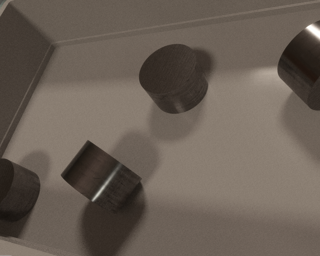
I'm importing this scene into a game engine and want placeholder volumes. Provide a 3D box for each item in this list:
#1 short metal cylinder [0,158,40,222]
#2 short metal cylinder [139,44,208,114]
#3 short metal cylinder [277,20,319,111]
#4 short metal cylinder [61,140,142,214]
[{"bbox_3d":[-0.224,0.091,0.449,0.080,0.050,0.080,-13,56,20],"label":"short metal cylinder"},{"bbox_3d":[0.019,-0.066,0.419,0.080,0.050,0.080,-13,56,20],"label":"short metal cylinder"},{"bbox_3d":[0.172,-0.064,0.320,0.080,0.080,0.050,-32,52,7],"label":"short metal cylinder"},{"bbox_3d":[-0.069,0.058,0.370,0.080,0.080,0.050,28,77,37],"label":"short metal cylinder"}]
